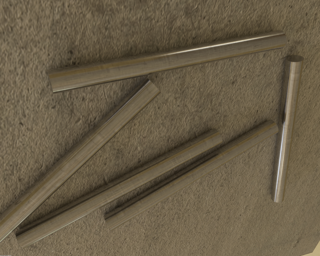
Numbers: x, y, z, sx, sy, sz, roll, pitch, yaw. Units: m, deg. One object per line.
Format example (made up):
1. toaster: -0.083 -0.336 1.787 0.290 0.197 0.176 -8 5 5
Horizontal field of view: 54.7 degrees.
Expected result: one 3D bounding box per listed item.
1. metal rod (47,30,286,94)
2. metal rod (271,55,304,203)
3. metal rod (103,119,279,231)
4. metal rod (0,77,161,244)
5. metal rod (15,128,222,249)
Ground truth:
1. metal rod: 0.025 -0.084 0.368 0.302 0.025 0.025 -15 125 -20
2. metal rod: 0.216 0.020 0.536 0.025 0.025 0.298 -21 127 -16
3. metal rod: 0.054 0.068 0.477 0.302 0.025 0.025 -28 128 -10
4. metal rod: -0.117 0.051 0.374 0.300 0.025 0.025 -43 129 1
5. metal rod: -0.047 0.077 0.428 0.302 0.025 0.025 -26 128 -12
